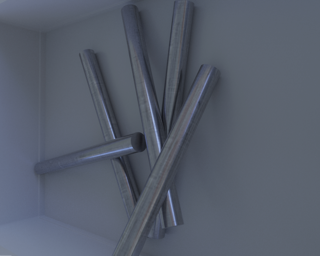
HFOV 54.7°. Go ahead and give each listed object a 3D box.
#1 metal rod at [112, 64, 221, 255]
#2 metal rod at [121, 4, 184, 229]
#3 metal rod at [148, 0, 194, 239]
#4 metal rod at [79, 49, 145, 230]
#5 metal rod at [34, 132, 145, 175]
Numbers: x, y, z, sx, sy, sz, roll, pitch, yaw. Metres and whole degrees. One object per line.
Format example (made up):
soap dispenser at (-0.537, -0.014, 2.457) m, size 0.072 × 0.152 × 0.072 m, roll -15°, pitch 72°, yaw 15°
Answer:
metal rod at (-0.004, 0.065, 0.326) m, size 0.025 × 0.025 × 0.299 m, roll 15°, pitch 74°, yaw 38°
metal rod at (-0.015, -0.030, 0.389) m, size 0.025 × 0.025 × 0.299 m, roll -28°, pitch 64°, yaw 36°
metal rod at (0.012, -0.006, 0.395) m, size 0.025 × 0.025 × 0.298 m, roll 11°, pitch 97°, yaw 39°
metal rod at (-0.070, 0.015, 0.462) m, size 0.025 × 0.025 × 0.299 m, roll -31°, pitch 71°, yaw 35°
metal rod at (-0.126, 0.047, 0.484) m, size 0.299 × 0.025 × 0.025 m, roll -17°, pitch 80°, yaw 45°
